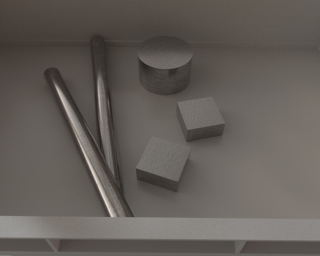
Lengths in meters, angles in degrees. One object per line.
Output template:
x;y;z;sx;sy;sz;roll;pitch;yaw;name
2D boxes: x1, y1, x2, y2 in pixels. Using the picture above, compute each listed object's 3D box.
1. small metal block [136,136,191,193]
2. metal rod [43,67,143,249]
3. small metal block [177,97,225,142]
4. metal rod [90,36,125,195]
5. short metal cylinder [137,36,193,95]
0.005;0.042;0.370;0.050;0.025;0.050;16;52;12;small metal block
-0.095;0.009;0.374;0.025;0.025;0.300;-22;47;-18;metal rod
0.053;-0.012;0.416;0.050;0.025;0.050;-10;51;-9;small metal block
-0.078;-0.032;0.430;0.025;0.025;0.300;-8;51;-7;metal rod
0.007;-0.095;0.469;0.081;0.050;0.080;0;50;0;short metal cylinder
